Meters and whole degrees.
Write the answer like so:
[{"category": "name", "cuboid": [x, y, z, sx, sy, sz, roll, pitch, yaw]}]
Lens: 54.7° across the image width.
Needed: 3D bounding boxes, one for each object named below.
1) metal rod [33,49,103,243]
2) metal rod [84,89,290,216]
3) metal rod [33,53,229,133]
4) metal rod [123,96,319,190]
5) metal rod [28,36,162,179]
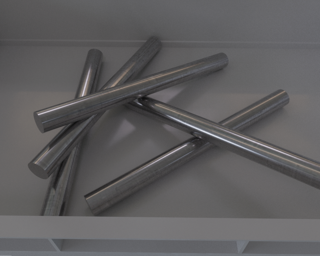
[{"category": "metal rod", "cuboid": [-0.110, -0.004, 0.407, 0.025, 0.025, 0.300, 1, 50, 1]}, {"category": "metal rod", "cuboid": [0.049, 0.020, 0.388, 0.302, 0.025, 0.025, -27, 55, -21]}, {"category": "metal rod", "cuboid": [-0.015, -0.057, 0.415, 0.302, 0.025, 0.025, -24, 53, -33]}, {"category": "metal rod", "cuboid": [0.067, 0.007, 0.359, 0.300, 0.025, 0.025, 24, 53, 34]}, {"category": "metal rod", "cuboid": [-0.068, -0.049, 0.425, 0.025, 0.025, 0.301, 18, 46, 15]}]
